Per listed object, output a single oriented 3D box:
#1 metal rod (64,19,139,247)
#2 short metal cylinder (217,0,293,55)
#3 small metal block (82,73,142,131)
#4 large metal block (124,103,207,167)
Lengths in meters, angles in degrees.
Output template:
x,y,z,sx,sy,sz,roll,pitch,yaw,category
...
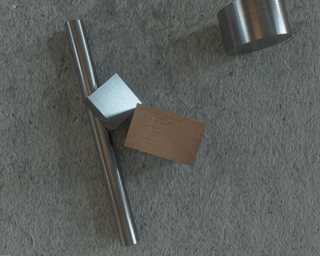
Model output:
x,y,z,sx,sy,sz,roll,pitch,yaw,category
-0.077,0.007,0.408,0.025,0.025,0.298,-14,90,0,metal rod
0.116,-0.127,0.384,0.080,0.080,0.050,-13,90,0,short metal cylinder
-0.061,-0.033,0.394,0.050,0.025,0.050,50,63,-15,small metal block
0.006,0.007,0.383,0.080,0.080,0.050,17,90,-1,large metal block
